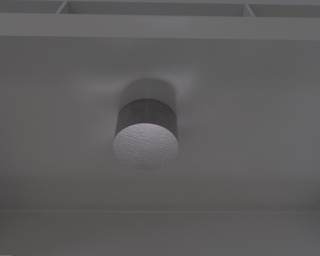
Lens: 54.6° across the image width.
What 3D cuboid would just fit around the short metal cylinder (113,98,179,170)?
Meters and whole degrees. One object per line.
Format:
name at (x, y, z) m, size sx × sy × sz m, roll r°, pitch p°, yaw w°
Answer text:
short metal cylinder at (-0.017, 0.009, 0.400) m, size 0.080 × 0.050 × 0.080 m, roll 0°, pitch 130°, yaw 0°
